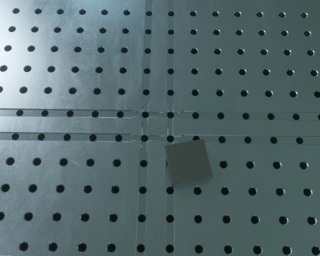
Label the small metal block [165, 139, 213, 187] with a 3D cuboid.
[{"bbox_3d":[0.035,0.045,0.396,0.050,0.025,0.050,-10,70,-4],"label":"small metal block"}]
